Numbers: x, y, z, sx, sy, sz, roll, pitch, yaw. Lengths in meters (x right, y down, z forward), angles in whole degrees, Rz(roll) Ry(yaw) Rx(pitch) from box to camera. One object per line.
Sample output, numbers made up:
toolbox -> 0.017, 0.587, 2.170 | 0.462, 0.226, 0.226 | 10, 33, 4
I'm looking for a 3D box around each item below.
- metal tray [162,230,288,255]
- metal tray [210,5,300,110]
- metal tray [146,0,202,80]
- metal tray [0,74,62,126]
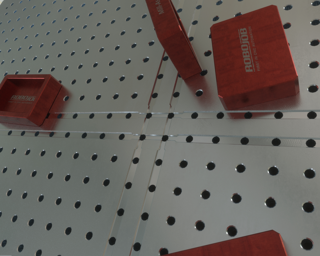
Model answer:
metal tray -> 0.058, 0.154, 0.280 | 0.130, 0.030, 0.090 | -20, 54, 16
metal tray -> 0.117, -0.093, 0.400 | 0.090, 0.030, 0.130 | -13, 56, 20
metal tray -> 0.016, -0.144, 0.444 | 0.030, 0.090, 0.130 | -24, 53, 13
metal tray -> -0.252, -0.053, 0.566 | 0.130, 0.030, 0.090 | 5, 64, 30
